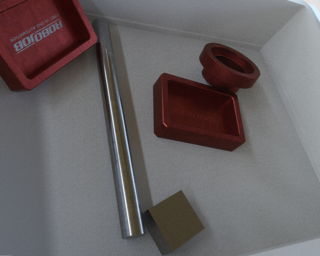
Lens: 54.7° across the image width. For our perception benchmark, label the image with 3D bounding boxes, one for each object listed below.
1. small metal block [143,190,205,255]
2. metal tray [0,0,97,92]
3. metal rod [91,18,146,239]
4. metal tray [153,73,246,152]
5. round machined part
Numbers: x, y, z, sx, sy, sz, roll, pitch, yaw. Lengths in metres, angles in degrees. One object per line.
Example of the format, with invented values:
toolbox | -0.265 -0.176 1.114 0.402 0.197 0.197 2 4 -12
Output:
small metal block | 0.014 0.106 0.350 0.050 0.025 0.050 -22 74 -36
metal tray | -0.141 -0.113 0.365 0.131 0.030 0.090 -52 129 -39
metal rod | -0.057 -0.019 0.387 0.025 0.025 0.299 2 61 -28
metal tray | 0.056 -0.022 0.447 0.131 0.030 0.090 12 57 -22
round machined part | 0.107 -0.093 0.500 0.099 0.042 0.098 18 37 -14
